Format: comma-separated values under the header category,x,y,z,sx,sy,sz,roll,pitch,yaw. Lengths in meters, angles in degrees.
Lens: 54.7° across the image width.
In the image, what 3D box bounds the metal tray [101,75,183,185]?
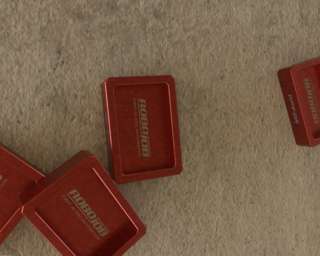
category,x,y,z,sx,sy,sz,roll,pitch,yaw
metal tray,-0.023,0.000,0.398,0.091,0.030,0.129,-6,92,-20

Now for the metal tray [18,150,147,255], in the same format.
category,x,y,z,sx,sy,sz,roll,pitch,yaw
metal tray,-0.084,0.102,0.357,0.090,0.030,0.130,-39,117,-19

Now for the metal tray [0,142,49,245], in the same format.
category,x,y,z,sx,sy,sz,roll,pitch,yaw
metal tray,-0.197,0.083,0.333,0.090,0.030,0.130,40,77,-16

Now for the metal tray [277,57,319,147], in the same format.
category,x,y,z,sx,sy,sz,roll,pitch,yaw
metal tray,0.249,-0.044,0.500,0.091,0.030,0.129,-20,97,-19
